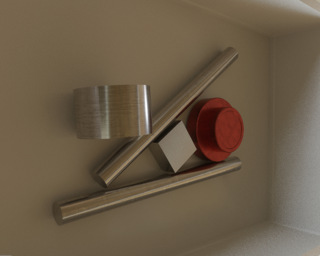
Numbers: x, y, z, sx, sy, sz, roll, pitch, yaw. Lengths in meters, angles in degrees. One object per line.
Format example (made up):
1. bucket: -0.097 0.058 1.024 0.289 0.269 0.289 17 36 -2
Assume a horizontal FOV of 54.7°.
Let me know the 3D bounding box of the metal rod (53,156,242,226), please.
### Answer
1. metal rod: 0.010 0.073 0.415 0.302 0.025 0.025 -7 95 -40

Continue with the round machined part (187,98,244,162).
1. round machined part: 0.090 0.002 0.470 0.099 0.042 0.097 0 90 -40

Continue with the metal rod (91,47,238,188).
1. metal rod: 0.024 -0.031 0.427 0.301 0.025 0.025 -44 117 -31

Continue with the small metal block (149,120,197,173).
1. small metal block: 0.017 0.024 0.420 0.050 0.025 0.050 -43 116 -32

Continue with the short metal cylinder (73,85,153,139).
1. short metal cylinder: -0.049 -0.017 0.330 0.081 0.080 0.050 -7 95 -40
